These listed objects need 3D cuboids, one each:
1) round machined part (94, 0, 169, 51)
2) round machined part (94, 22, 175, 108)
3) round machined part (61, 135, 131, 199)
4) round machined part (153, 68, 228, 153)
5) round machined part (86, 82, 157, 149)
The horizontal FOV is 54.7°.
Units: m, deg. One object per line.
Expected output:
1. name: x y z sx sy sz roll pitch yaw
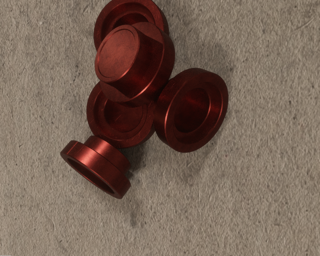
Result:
1. round machined part: -0.034 -0.122 0.411 0.098 0.042 0.097 0 90 19
2. round machined part: -0.035 -0.075 0.348 0.098 0.042 0.098 -14 66 35
3. round machined part: -0.077 0.047 0.405 0.098 0.098 0.042 29 67 17
4. round machined part: 0.032 -0.024 0.365 0.042 0.099 0.097 32 102 44
5. round machined part: -0.045 -0.022 0.415 0.098 0.042 0.097 0 90 19
